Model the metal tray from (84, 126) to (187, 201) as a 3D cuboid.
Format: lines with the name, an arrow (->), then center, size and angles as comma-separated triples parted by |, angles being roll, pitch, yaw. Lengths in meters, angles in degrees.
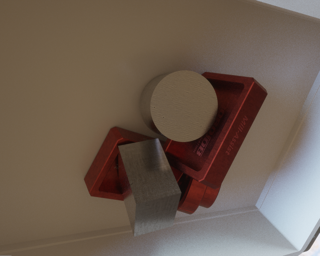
metal tray -> -0.025, 0.058, 0.426 | 0.131, 0.030, 0.090 | 19, 108, -36

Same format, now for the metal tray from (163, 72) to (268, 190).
metal tray -> 0.061, -0.002, 0.378 | 0.030, 0.090, 0.130 | 31, 85, -35

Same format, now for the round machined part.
round machined part -> 0.056, 0.073, 0.433 | 0.042, 0.098, 0.097 | 19, 112, -4

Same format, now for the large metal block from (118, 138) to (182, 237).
large metal block -> -0.017, 0.072, 0.378 | 0.050, 0.080, 0.079 | -10, 139, -16

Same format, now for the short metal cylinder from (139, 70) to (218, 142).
short metal cylinder -> 0.021, -0.026, 0.368 | 0.081, 0.050, 0.079 | -2, 96, -17
